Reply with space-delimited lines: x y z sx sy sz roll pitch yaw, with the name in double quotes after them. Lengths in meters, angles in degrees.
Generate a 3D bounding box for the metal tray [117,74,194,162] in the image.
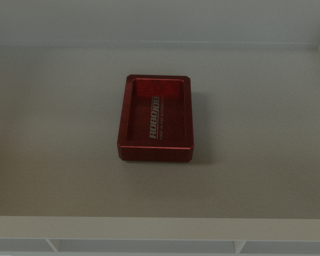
-0.004 -0.017 0.412 0.091 0.030 0.130 2 50 0 "metal tray"
